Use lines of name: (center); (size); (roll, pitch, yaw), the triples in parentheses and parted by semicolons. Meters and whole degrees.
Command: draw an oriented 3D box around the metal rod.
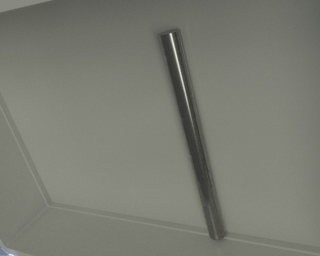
metal rod: (0.047, 0.026, 0.398); (0.025, 0.025, 0.298); (-2, 118, 29)
